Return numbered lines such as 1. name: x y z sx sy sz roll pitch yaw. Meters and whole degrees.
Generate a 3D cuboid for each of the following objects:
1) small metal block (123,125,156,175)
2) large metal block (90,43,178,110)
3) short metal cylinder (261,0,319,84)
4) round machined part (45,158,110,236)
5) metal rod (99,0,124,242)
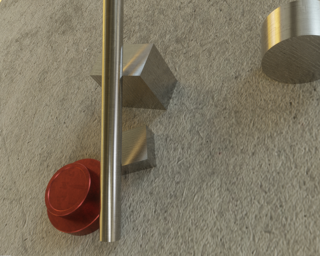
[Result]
1. small metal block: -0.034 0.029 0.403 0.050 0.025 0.050 -17 55 18
2. large metal block: -0.034 -0.069 0.427 0.080 0.080 0.050 6 65 30
3. short metal cylinder: 0.155 -0.093 0.344 0.080 0.080 0.050 -5 60 25
4. round machined part: -0.106 0.083 0.396 0.098 0.042 0.098 -13 56 20
5. metal rod: -0.057 -0.021 0.368 0.025 0.025 0.298 -2 85 27
